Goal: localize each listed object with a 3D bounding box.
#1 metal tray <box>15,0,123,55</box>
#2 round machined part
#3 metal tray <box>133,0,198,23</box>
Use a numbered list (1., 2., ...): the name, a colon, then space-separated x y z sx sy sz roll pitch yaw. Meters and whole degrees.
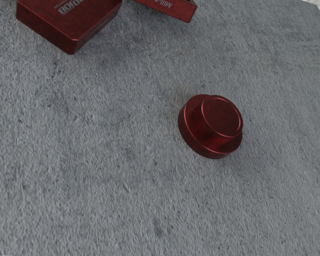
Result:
1. metal tray: -0.124 -0.171 0.439 0.090 0.030 0.130 35 51 -6
2. round machined part: 0.079 -0.008 0.442 0.099 0.042 0.098 14 56 -21
3. metal tray: -0.009 -0.226 0.515 0.131 0.030 0.090 16 34 -20
